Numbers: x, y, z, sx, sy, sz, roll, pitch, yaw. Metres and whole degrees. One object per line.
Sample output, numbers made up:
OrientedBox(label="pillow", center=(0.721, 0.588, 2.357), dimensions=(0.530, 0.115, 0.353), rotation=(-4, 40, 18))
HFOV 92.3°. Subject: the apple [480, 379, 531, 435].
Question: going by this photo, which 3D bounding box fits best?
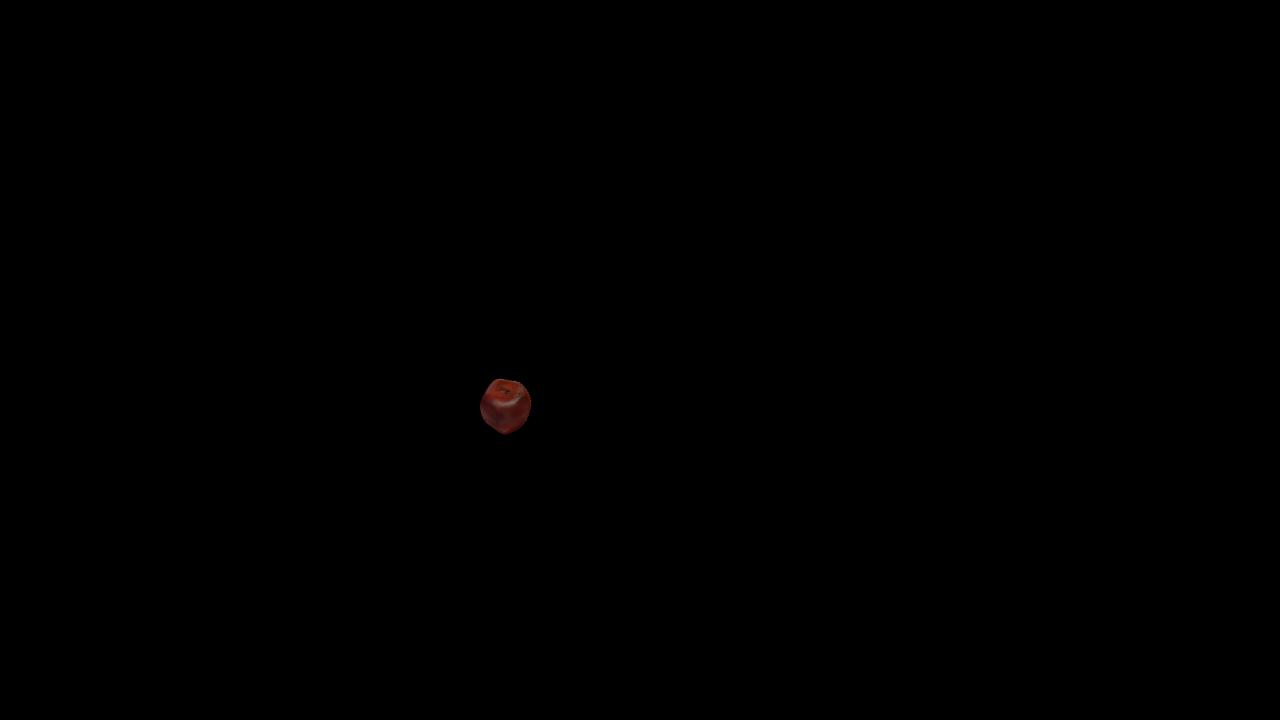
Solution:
OrientedBox(label="apple", center=(-0.209, 0.074, 0.960), dimensions=(0.079, 0.079, 0.093), rotation=(0, -42, -14))
